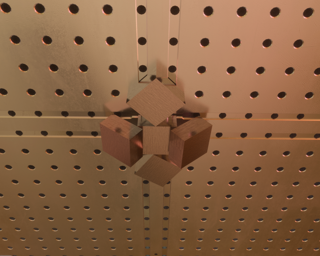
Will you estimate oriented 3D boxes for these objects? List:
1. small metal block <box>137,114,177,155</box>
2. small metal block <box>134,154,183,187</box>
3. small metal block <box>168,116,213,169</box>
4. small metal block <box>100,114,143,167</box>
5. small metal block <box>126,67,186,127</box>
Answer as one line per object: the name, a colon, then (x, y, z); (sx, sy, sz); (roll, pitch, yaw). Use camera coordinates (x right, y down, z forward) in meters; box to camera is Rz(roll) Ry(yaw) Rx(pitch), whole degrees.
small metal block: (-0.004, 0.009, 0.418); (0.050, 0.025, 0.050); (1, 129, -1)
small metal block: (-0.002, 0.055, 0.457); (0.050, 0.025, 0.050); (28, 125, -20)
small metal block: (0.039, 0.019, 0.410); (0.050, 0.025, 0.050); (-27, 139, -31)
small metal block: (-0.050, 0.016, 0.408); (0.050, 0.025, 0.050); (27, 137, 25)
small metal block: (-0.005, -0.037, 0.380); (0.050, 0.025, 0.050); (-37, 121, 26)
